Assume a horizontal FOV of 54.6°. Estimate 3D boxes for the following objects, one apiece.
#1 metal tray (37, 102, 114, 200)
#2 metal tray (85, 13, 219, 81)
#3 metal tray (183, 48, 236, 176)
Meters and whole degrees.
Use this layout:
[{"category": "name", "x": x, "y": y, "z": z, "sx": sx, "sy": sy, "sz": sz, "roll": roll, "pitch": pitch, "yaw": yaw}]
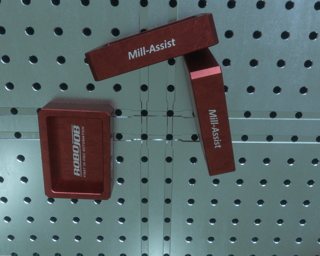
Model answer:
[{"category": "metal tray", "x": -0.111, "y": 0.033, "z": 0.421, "sx": 0.090, "sy": 0.030, "sz": 0.129, "roll": 3, "pitch": 110, "yaw": -1}, {"category": "metal tray", "x": -0.008, "y": -0.092, "z": 0.344, "sx": 0.130, "sy": 0.090, "sz": 0.030, "roll": -16, "pitch": 109, "yaw": 6}, {"category": "metal tray", "x": 0.056, "y": -0.021, "z": 0.360, "sx": 0.030, "sy": 0.090, "sz": 0.129, "roll": -13, "pitch": 120, "yaw": 5}]
